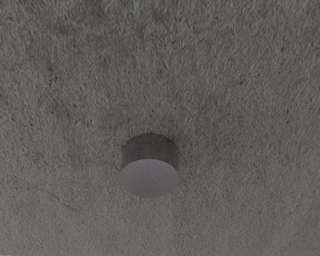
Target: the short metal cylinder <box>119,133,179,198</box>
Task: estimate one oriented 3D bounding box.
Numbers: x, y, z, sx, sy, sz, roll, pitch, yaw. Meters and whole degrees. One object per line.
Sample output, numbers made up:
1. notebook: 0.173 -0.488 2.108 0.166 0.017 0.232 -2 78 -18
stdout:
1. short metal cylinder: -0.014 0.053 0.436 0.080 0.050 0.080 0 130 0
